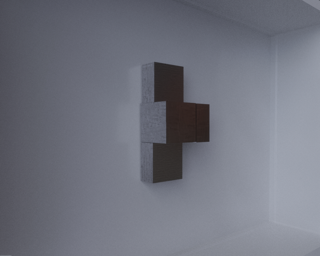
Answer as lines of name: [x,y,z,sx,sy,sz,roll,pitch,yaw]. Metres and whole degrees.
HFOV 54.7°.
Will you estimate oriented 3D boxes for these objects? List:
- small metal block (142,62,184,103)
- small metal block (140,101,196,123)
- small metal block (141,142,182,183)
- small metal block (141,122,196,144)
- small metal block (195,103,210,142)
small metal block: [0.004,-0.057,0.407,0.050,0.025,0.050,0,90,-40]
small metal block: [0.010,-0.019,0.396,0.050,0.050,0.025,0,91,-40]
small metal block: [0.003,0.043,0.406,0.050,0.025,0.050,0,90,-40]
small metal block: [0.010,0.005,0.397,0.050,0.050,0.025,0,91,-40]
small metal block: [0.040,-0.007,0.421,0.025,0.050,0.050,0,90,-40]
